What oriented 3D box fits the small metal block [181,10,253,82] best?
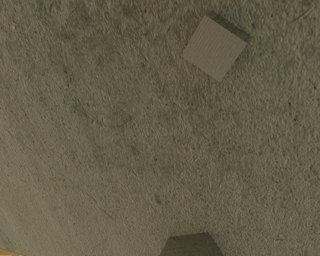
[{"bbox_3d":[0.059,-0.085,0.324,0.050,0.025,0.050,36,129,4],"label":"small metal block"}]

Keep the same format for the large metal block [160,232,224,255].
[{"bbox_3d":[0.056,0.220,0.497,0.080,0.050,0.080,-23,107,36],"label":"large metal block"}]
